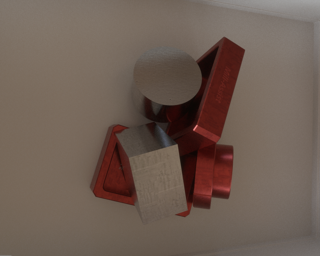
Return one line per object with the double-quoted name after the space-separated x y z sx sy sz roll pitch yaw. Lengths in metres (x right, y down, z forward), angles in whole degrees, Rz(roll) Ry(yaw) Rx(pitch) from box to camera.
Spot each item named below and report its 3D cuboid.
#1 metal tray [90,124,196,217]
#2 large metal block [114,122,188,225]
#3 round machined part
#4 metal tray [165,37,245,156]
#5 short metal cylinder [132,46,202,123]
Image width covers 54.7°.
-0.013 0.056 0.401 0.131 0.030 0.090 18 84 -19 "metal tray"
-0.012 0.047 0.352 0.050 0.080 0.079 -15 111 -14 "large metal block"
0.069 0.054 0.393 0.042 0.098 0.097 5 88 10 "round machined part"
0.051 -0.036 0.378 0.030 0.090 0.130 28 65 -15 "metal tray"
0.006 -0.053 0.383 0.081 0.050 0.080 3 67 -7 "short metal cylinder"
